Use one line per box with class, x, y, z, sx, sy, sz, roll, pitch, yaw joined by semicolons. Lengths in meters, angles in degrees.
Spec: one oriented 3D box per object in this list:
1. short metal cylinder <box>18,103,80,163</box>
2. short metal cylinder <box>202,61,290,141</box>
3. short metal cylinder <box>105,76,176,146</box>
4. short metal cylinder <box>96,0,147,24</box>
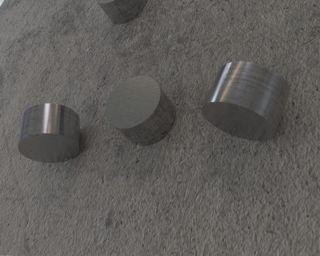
short metal cylinder;-0.157;0.009;0.446;0.080;0.080;0.050;-20;54;16
short metal cylinder;0.092;-0.027;0.337;0.080;0.080;0.050;14;69;34
short metal cylinder;-0.025;-0.023;0.415;0.080;0.050;0.080;-13;56;21
short metal cylinder;-0.072;-0.240;0.573;0.080;0.050;0.080;-13;56;21
